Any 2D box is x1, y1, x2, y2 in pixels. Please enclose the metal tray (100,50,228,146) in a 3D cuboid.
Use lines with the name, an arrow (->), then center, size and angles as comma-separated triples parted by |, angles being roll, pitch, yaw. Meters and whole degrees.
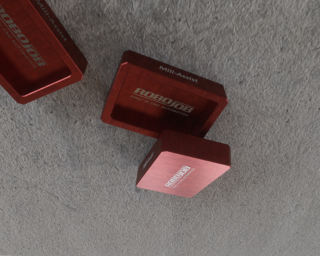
metal tray -> 0.004, -0.030, 0.378 | 0.131, 0.030, 0.089 | 18, 128, -15

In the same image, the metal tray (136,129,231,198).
metal tray -> 0.027, 0.055, 0.425 | 0.091, 0.030, 0.129 | 14, 147, -13

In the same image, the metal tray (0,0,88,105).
metal tray -> -0.149, -0.093, 0.322 | 0.090, 0.030, 0.130 | -20, 128, 16
